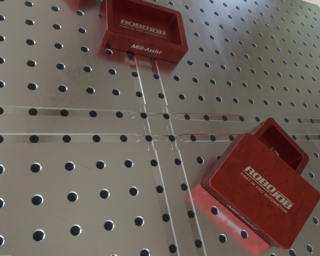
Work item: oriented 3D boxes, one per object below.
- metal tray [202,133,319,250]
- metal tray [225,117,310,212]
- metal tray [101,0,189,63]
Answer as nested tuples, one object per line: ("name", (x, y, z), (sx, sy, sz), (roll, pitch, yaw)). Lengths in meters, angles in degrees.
("metal tray", (0.132, 0.080, 0.405), (0.130, 0.030, 0.090), (41, 73, 0))
("metal tray", (0.158, 0.052, 0.457), (0.090, 0.030, 0.131), (48, 51, 5))
("metal tray", (-0.025, -0.157, 0.486), (0.131, 0.030, 0.090), (7, 59, -25))
